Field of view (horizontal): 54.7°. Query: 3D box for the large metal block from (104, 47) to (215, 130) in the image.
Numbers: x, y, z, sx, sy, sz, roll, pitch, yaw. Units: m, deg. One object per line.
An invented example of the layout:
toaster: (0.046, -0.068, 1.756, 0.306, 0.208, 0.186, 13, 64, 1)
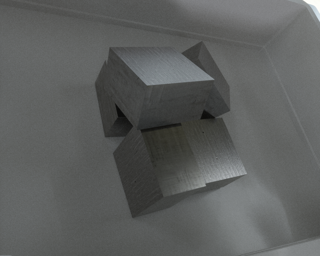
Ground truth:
large metal block: (-0.004, -0.047, 0.332, 0.081, 0.050, 0.080, -10, 42, -32)

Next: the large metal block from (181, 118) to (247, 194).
large metal block: (0.049, 0.036, 0.391, 0.081, 0.050, 0.080, -6, 65, -31)

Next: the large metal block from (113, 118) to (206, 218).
large metal block: (-0.005, 0.044, 0.340, 0.050, 0.080, 0.080, -7, 65, -32)

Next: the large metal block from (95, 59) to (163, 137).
large metal block: (-0.031, -0.036, 0.395, 0.081, 0.050, 0.080, -1, 62, -29)

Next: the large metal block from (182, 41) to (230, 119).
large metal block: (0.054, -0.062, 0.424, 0.080, 0.050, 0.080, 54, 26, -20)
